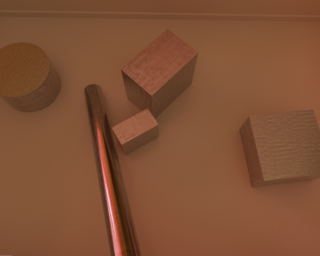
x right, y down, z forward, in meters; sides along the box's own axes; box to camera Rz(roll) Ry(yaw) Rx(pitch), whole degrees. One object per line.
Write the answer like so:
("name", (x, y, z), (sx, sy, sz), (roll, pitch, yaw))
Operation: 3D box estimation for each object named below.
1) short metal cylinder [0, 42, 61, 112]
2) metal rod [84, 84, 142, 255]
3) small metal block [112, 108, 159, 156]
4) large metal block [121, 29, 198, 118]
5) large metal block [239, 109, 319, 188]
("short metal cylinder", (-0.182, -0.067, 0.419), (0.081, 0.050, 0.080), (0, 70, 0))
("metal rod", (-0.053, 0.046, 0.322), (0.025, 0.025, 0.300), (-16, 44, -6))
("small metal block", (-0.030, 0.006, 0.394), (0.050, 0.050, 0.025), (-29, 73, -10))
("large metal block", (0.000, -0.066, 0.405), (0.050, 0.080, 0.080), (42, 75, 13))
("large metal block", (0.153, 0.027, 0.389), (0.081, 0.050, 0.080), (-6, 70, -3))
